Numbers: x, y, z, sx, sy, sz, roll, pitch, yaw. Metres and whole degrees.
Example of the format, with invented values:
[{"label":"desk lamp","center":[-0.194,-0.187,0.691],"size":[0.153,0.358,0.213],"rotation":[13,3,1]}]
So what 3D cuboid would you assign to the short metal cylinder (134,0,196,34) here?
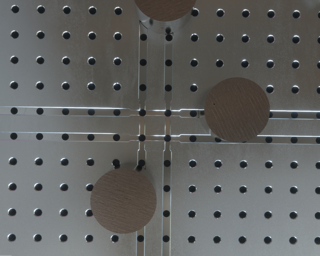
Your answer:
[{"label":"short metal cylinder","center":[0.006,-0.169,0.401],"size":[0.081,0.050,0.079],"rotation":[0,90,-1]}]

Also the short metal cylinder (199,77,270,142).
[{"label":"short metal cylinder","center":[0.094,-0.022,0.402],"size":[0.081,0.050,0.079],"rotation":[0,90,-1]}]

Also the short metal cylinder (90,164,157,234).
[{"label":"short metal cylinder","center":[-0.044,0.088,0.400],"size":[0.081,0.050,0.079],"rotation":[0,90,-1]}]
